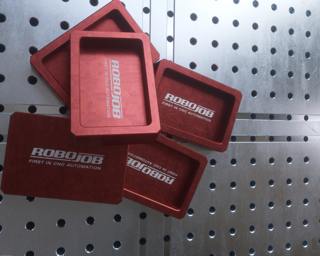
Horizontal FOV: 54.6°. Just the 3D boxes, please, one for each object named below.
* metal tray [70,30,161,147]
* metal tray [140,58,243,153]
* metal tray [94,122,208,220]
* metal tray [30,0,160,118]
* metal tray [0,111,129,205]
[{"bbox_3d":[-0.052,-0.046,0.345,0.091,0.030,0.130,-2,67,-13],"label":"metal tray"},{"bbox_3d":[0.041,-0.028,0.423,0.131,0.030,0.090,19,84,-19],"label":"metal tray"},{"bbox_3d":[-0.012,0.053,0.404,0.131,0.030,0.090,27,82,-18],"label":"metal tray"},{"bbox_3d":[-0.077,-0.083,0.380,0.130,0.030,0.090,-41,102,-15],"label":"metal tray"},{"bbox_3d":[-0.103,0.034,0.354,0.131,0.030,0.090,7,88,-6],"label":"metal tray"}]
